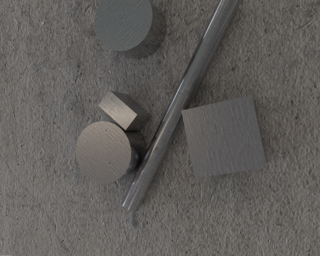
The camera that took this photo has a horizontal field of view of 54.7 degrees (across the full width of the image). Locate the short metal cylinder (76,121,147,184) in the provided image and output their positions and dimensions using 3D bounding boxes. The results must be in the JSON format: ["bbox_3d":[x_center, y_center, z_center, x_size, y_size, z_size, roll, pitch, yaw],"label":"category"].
[{"bbox_3d":[-0.065,0.031,0.418,0.080,0.050,0.079,0,90,20],"label":"short metal cylinder"}]

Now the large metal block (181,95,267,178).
[{"bbox_3d":[0.078,0.011,0.368,0.080,0.050,0.080,-12,86,19],"label":"large metal block"}]

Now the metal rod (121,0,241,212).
[{"bbox_3d":[0.023,-0.026,0.400,0.025,0.025,0.298,29,99,17],"label":"metal rod"}]

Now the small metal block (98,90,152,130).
[{"bbox_3d":[-0.045,-0.023,0.411,0.050,0.050,0.025,41,103,15],"label":"small metal block"}]

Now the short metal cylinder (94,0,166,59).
[{"bbox_3d":[-0.038,-0.136,0.409,0.080,0.050,0.079,0,90,20],"label":"short metal cylinder"}]
